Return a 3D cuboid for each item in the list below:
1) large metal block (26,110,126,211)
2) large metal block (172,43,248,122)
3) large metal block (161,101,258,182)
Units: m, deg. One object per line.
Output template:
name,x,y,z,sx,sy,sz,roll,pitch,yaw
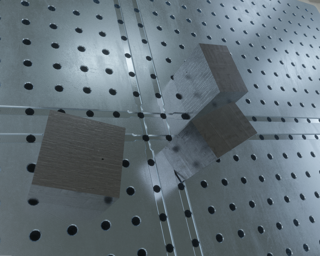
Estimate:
large metal block,-0.086,0.036,0.325,0.081,0.050,0.080,14,56,-21
large metal block,0.069,-0.064,0.451,0.050,0.080,0.080,-4,64,-31
large metal block,0.062,0.018,0.397,0.081,0.080,0.050,-25,76,-37
